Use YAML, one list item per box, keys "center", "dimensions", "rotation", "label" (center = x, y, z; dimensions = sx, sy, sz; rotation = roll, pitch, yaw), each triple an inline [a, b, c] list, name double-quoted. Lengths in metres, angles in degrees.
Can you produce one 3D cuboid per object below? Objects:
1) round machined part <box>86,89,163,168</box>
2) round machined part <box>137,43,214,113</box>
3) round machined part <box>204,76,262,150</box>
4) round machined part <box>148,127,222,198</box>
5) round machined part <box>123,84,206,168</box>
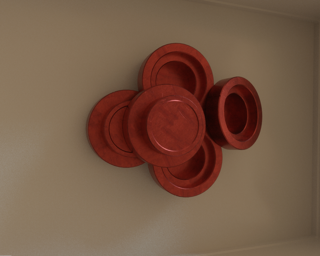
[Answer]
- center: [-0.039, 0.001, 0.384]
  dimensions: [0.099, 0.042, 0.097]
  rotation: [0, 90, -21]
  label: "round machined part"
- center: [0.017, -0.058, 0.407]
  dimensions: [0.099, 0.042, 0.097]
  rotation: [0, 90, -21]
  label: "round machined part"
- center: [0.095, -0.019, 0.425]
  dimensions: [0.099, 0.042, 0.097]
  rotation: [3, 86, -41]
  label: "round machined part"
- center: [0.030, 0.039, 0.412]
  dimensions: [0.099, 0.042, 0.097]
  rotation: [0, 90, -21]
  label: "round machined part"
- center: [0.010, -0.003, 0.358]
  dimensions: [0.099, 0.042, 0.097]
  rotation: [0, 90, -21]
  label: "round machined part"
